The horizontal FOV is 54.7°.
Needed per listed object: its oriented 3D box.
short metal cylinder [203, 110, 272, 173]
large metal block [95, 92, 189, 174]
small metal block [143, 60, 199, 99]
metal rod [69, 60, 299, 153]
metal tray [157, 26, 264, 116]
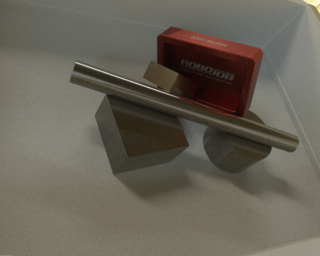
[{"bbox_3d":[0.109,0.018,0.438,0.081,0.050,0.080,14,56,-21],"label":"short metal cylinder"},{"bbox_3d":[-0.024,0.003,0.375,0.081,0.050,0.080,-8,66,-32],"label":"large metal block"},{"bbox_3d":[0.015,-0.062,0.408,0.050,0.025,0.050,34,11,36],"label":"small metal block"},{"bbox_3d":[0.045,-0.019,0.376,0.302,0.025,0.025,17,55,-19],"label":"metal rod"},{"bbox_3d":[0.059,-0.073,0.409,0.130,0.089,0.030,22,46,22],"label":"metal tray"}]
